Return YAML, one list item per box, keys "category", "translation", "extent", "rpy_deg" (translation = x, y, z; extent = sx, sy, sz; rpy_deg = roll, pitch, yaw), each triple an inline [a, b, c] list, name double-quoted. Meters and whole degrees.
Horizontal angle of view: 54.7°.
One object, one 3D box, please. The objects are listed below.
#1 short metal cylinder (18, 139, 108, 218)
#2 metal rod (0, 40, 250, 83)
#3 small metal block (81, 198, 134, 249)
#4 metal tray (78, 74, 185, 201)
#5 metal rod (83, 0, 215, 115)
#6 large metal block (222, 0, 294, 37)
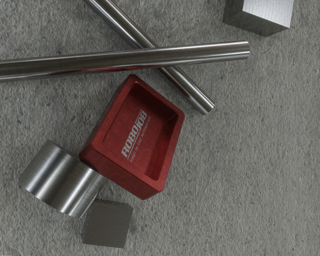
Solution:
- category: "short metal cylinder"
  translation: [-0.104, 0.055, 0.341]
  extent: [0.080, 0.080, 0.050]
  rpy_deg: [37, 79, -17]
- category: "metal rod"
  translation: [-0.035, -0.082, 0.375]
  extent: [0.302, 0.025, 0.025]
  rpy_deg: [-8, 93, -12]
- category: "small metal block"
  translation: [-0.066, 0.118, 0.386]
  extent: [0.050, 0.025, 0.050]
  rpy_deg: [15, 85, -20]
- category: "metal tray"
  translation: [-0.025, 0.006, 0.361]
  extent: [0.090, 0.030, 0.130]
  rpy_deg: [37, 43, -17]
- category: "metal rod"
  translation: [-0.040, -0.124, 0.394]
  extent: [0.300, 0.025, 0.025]
  rpy_deg: [42, 77, -16]
- category: "large metal block"
  translation: [0.145, -0.188, 0.451]
  extent: [0.081, 0.050, 0.080]
  rpy_deg: [11, 86, -20]
